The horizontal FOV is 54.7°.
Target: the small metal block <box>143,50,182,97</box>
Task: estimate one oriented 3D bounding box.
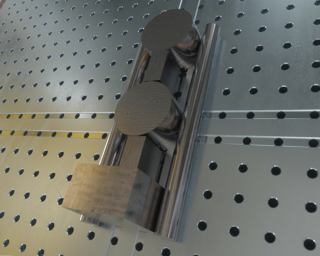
[{"bbox_3d":[0.005,-0.072,0.432,0.025,0.050,0.050,1,62,29],"label":"small metal block"}]

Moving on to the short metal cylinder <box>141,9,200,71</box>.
[{"bbox_3d":[0.019,-0.129,0.461,0.080,0.050,0.080,-13,56,21],"label":"short metal cylinder"}]

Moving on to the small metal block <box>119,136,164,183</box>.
[{"bbox_3d":[-0.022,0.043,0.377,0.025,0.050,0.050,0,62,28],"label":"small metal block"}]

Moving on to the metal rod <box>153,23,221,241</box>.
[{"bbox_3d":[0.041,-0.014,0.394,0.025,0.025,0.300,1,62,29],"label":"metal rod"}]

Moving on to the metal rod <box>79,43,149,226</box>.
[{"bbox_3d":[-0.052,-0.014,0.443,0.025,0.025,0.300,1,62,29],"label":"metal rod"}]

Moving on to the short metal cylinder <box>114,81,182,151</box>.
[{"bbox_3d":[-0.012,-0.014,0.407,0.080,0.050,0.080,-13,56,21],"label":"short metal cylinder"}]

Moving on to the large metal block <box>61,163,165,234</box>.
[{"bbox_3d":[-0.046,0.080,0.348,0.080,0.080,0.050,1,62,28],"label":"large metal block"}]
